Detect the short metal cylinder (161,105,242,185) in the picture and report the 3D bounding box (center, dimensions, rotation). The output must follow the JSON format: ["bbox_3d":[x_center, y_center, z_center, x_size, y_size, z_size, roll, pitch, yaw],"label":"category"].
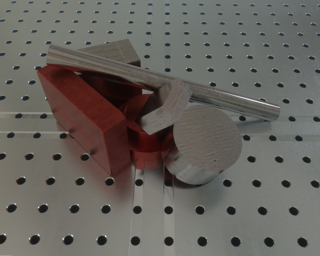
[{"bbox_3d":[0.047,0.020,0.360,0.081,0.050,0.080,7,62,-13],"label":"short metal cylinder"}]

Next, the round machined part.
[{"bbox_3d":[-0.016,-0.007,0.406,0.099,0.042,0.098,0,50,0],"label":"round machined part"}]

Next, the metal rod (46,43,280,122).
[{"bbox_3d":[0.017,-0.052,0.390,0.302,0.025,0.025,13,48,-15],"label":"metal rod"}]

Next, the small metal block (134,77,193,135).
[{"bbox_3d":[0.004,-0.024,0.355,0.025,0.050,0.050,44,49,-20],"label":"small metal block"}]

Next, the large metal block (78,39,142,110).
[{"bbox_3d":[-0.071,-0.067,0.425,0.081,0.080,0.050,-17,52,-14],"label":"large metal block"}]

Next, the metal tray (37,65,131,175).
[{"bbox_3d":[-0.091,-0.013,0.374,0.030,0.089,0.130,-36,59,-26],"label":"metal tray"}]
